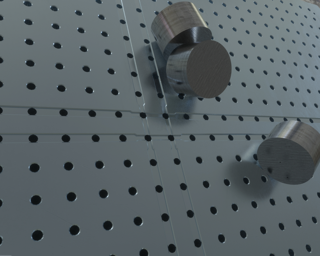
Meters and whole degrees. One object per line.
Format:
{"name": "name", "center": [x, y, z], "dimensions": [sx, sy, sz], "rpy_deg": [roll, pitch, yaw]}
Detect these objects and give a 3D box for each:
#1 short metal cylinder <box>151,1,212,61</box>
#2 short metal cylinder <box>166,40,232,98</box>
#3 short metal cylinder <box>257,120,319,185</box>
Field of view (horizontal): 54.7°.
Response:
{"name": "short metal cylinder", "center": [0.033, -0.146, 0.478], "dimensions": [0.081, 0.080, 0.050], "rpy_deg": [-10, 66, -33]}
{"name": "short metal cylinder", "center": [0.056, -0.084, 0.450], "dimensions": [0.081, 0.050, 0.079], "rpy_deg": [-6, 101, -31]}
{"name": "short metal cylinder", "center": [0.191, 0.036, 0.454], "dimensions": [0.080, 0.080, 0.050], "rpy_deg": [48, 51, 5]}
